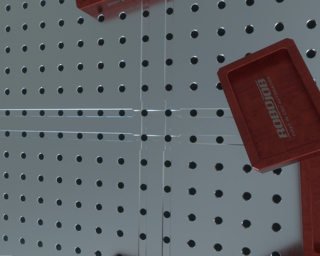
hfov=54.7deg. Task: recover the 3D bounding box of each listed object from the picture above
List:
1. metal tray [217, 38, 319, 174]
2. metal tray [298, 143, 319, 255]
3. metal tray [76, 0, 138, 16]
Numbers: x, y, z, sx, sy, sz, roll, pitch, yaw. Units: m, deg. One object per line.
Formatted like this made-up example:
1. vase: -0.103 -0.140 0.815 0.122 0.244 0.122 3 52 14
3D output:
1. metal tray: 0.128 -0.025 0.346 0.090 0.030 0.130 -23 67 18
2. metal tray: 0.203 0.080 0.338 0.090 0.030 0.129 -2 89 19
3. metal tray: -0.058 -0.220 0.429 0.130 0.030 0.089 -11 86 19
